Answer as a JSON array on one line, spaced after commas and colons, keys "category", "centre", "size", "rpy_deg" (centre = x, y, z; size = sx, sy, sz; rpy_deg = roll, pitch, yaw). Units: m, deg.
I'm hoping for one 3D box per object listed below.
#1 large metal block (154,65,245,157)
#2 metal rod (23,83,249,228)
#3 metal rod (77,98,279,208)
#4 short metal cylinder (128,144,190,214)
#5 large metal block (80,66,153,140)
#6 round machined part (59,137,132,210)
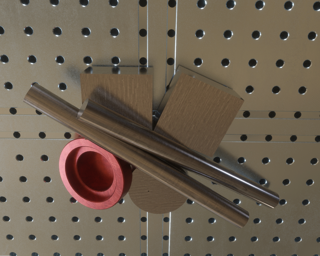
[{"category": "large metal block", "centre": [0.044, -0.022, 0.387], "size": [0.080, 0.050, 0.080], "rpy_deg": [23, 108, -9]}, {"category": "metal rod", "centre": [-0.017, 0.040, 0.369], "size": [0.301, 0.025, 0.025], "rpy_deg": [32, 107, -13]}, {"category": "metal rod", "centre": [0.041, 0.042, 0.385], "size": [0.301, 0.025, 0.025], "rpy_deg": [27, 108, -25]}, {"category": "short metal cylinder", "centre": [-0.001, 0.068, 0.420], "size": [0.081, 0.050, 0.079], "rpy_deg": [0, 110, 0]}, {"category": "large metal block", "centre": [-0.049, -0.031, 0.381], "size": [0.081, 0.050, 0.079], "rpy_deg": [1, 110, -1]}, {"category": "round machined part", "centre": [-0.080, 0.053, 0.407], "size": [0.098, 0.042, 0.097], "rpy_deg": [7, 108, 22]}]
